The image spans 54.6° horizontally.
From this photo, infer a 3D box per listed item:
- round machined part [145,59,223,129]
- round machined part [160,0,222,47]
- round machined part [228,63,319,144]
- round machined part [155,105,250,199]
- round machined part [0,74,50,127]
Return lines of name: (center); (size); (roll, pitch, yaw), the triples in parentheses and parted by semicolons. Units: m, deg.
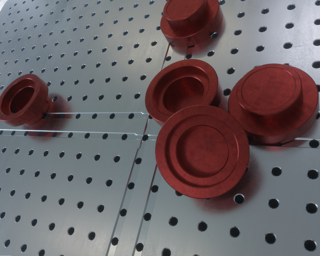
round machined part: (0.034, -0.038, 0.404); (0.098, 0.042, 0.098); (-13, 56, 21)
round machined part: (0.044, -0.179, 0.485); (0.098, 0.042, 0.098); (-13, 56, 21)
round machined part: (0.126, -0.034, 0.353); (0.098, 0.042, 0.098); (-13, 56, 21)
round machined part: (0.048, 0.026, 0.341); (0.098, 0.042, 0.098); (-1, 85, 15)
round machined part: (-0.237, -0.045, 0.551); (0.098, 0.042, 0.098); (-13, 56, 21)
